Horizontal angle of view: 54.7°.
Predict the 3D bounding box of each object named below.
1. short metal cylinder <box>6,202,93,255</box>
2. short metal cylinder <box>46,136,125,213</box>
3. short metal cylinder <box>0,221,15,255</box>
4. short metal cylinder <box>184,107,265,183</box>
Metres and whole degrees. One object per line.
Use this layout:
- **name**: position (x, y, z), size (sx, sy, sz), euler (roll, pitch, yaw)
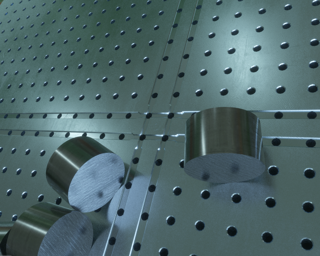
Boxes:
- **short metal cylinder**: position (-0.124, 0.131, 0.356), size (0.050, 0.080, 0.080), euler (6, 65, 31)
- **short metal cylinder**: position (-0.091, 0.056, 0.385), size (0.050, 0.080, 0.080), euler (28, 77, 37)
- **short metal cylinder**: position (-0.180, 0.153, 0.371), size (0.050, 0.080, 0.080), euler (-9, 58, 23)
- **short metal cylinder**: position (0.066, 0.021, 0.325), size (0.080, 0.080, 0.050), euler (-10, 58, 23)
